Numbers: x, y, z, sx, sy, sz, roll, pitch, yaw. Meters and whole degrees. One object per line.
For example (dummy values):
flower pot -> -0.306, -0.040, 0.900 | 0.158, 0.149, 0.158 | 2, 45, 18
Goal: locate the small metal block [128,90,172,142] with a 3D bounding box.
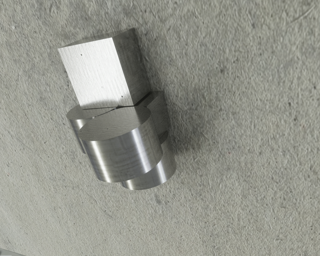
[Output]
small metal block -> -0.011, -0.015, 0.391 | 0.025, 0.050, 0.050 | 1, 119, 28

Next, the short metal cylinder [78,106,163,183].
short metal cylinder -> -0.042, 0.015, 0.340 | 0.080, 0.080, 0.050 | -2, 117, 29

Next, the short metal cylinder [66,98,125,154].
short metal cylinder -> -0.075, -0.007, 0.409 | 0.080, 0.080, 0.050 | -2, 117, 29

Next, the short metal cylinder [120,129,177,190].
short metal cylinder -> -0.023, 0.037, 0.408 | 0.080, 0.080, 0.050 | 0, 118, 28

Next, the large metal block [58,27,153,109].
large metal block -> -0.065, -0.072, 0.383 | 0.080, 0.050, 0.080 | -2, 118, 29
